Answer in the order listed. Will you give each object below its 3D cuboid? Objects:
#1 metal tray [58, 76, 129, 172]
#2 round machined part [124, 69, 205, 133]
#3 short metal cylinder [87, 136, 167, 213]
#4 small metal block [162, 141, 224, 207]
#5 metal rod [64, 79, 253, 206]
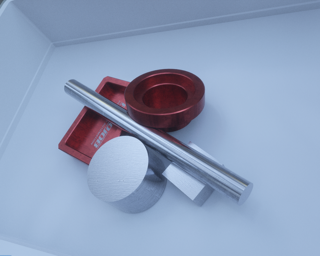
[{"bbox_3d":[-0.075,-0.007,0.441,0.090,0.030,0.130,20,72,35],"label":"metal tray"},{"bbox_3d":[0.007,-0.032,0.391,0.099,0.042,0.098,-4,41,4],"label":"round machined part"},{"bbox_3d":[-0.039,0.056,0.371,0.080,0.050,0.080,-13,56,20],"label":"short metal cylinder"},{"bbox_3d":[0.040,0.051,0.350,0.050,0.025,0.050,-49,52,-7],"label":"small metal block"},{"bbox_3d":[-0.025,0.001,0.378,0.300,0.025,0.025,30,78,35],"label":"metal rod"}]
